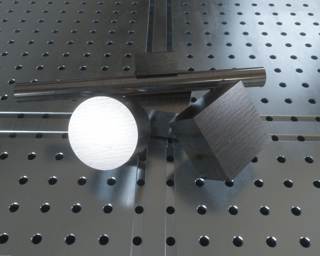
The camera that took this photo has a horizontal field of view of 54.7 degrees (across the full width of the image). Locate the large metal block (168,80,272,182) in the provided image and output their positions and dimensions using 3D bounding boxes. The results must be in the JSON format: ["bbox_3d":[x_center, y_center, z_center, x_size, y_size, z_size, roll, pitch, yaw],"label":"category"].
[{"bbox_3d":[0.070,0.004,0.356,0.080,0.050,0.080,-38,103,-27],"label":"large metal block"}]

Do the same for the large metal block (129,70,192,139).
[{"bbox_3d":[0.001,-0.036,0.416,0.080,0.050,0.080,8,51,7],"label":"large metal block"}]

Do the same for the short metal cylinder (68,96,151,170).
[{"bbox_3d":[-0.056,0.004,0.356,0.080,0.079,0.050,15,9,12],"label":"short metal cylinder"}]

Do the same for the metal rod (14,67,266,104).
[{"bbox_3d":[-0.020,-0.053,0.383,0.302,0.025,0.025,-4,50,-4],"label":"metal rod"}]

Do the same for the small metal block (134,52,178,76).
[{"bbox_3d":[-0.006,-0.083,0.392,0.050,0.025,0.050,-5,15,-4],"label":"small metal block"}]
